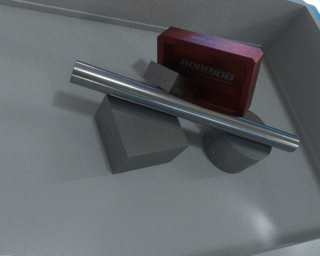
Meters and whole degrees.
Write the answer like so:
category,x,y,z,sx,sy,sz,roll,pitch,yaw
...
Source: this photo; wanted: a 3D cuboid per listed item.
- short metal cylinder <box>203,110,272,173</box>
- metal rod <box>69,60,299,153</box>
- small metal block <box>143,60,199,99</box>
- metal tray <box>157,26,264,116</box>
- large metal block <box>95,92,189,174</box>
category,x,y,z,sx,sy,sz,roll,pitch,yaw
short metal cylinder,0.109,0.018,0.438,0.081,0.050,0.080,14,56,-21
metal rod,0.045,-0.019,0.376,0.302,0.025,0.025,17,55,-19
small metal block,0.015,-0.062,0.408,0.050,0.025,0.050,34,11,36
metal tray,0.059,-0.073,0.409,0.130,0.089,0.030,22,46,22
large metal block,-0.024,0.003,0.375,0.081,0.050,0.080,-8,66,-32
